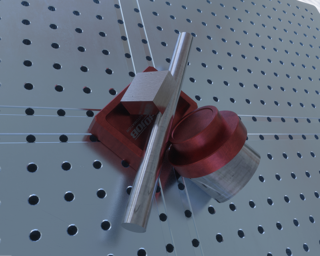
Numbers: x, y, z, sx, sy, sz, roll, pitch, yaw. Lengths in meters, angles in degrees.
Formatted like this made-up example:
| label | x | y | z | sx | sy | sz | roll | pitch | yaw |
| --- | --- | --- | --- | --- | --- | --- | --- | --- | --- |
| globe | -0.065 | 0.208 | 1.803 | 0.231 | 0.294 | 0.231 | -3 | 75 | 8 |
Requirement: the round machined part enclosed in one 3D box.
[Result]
| label | x | y | z | sx | sy | sz | roll | pitch | yaw |
| --- | --- | --- | --- | --- | --- | --- | --- | --- | --- |
| round machined part | 0.049 | 0.010 | 0.370 | 0.042 | 0.098 | 0.098 | 52 | 48 | -20 |

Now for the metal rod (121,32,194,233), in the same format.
| label | x | y | z | sx | sy | sz | roll | pitch | yaw |
| --- | --- | --- | --- | --- | --- | --- | --- | --- | --- |
| metal rod | 0.007 | -0.020 | 0.387 | 0.025 | 0.025 | 0.300 | 25 | 53 | -13 |

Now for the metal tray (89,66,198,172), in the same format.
| label | x | y | z | sx | sy | sz | roll | pitch | yaw |
| --- | --- | --- | --- | --- | --- | --- | --- | --- | --- |
| metal tray | -0.017 | -0.015 | 0.406 | 0.090 | 0.030 | 0.131 | 40 | 51 | -1 |

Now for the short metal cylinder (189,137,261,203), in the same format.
| label | x | y | z | sx | sy | sz | roll | pitch | yaw |
| --- | --- | --- | --- | --- | --- | --- | --- | --- | --- |
| short metal cylinder | 0.078 | 0.046 | 0.387 | 0.050 | 0.080 | 0.080 | 40 | 51 | -2 |

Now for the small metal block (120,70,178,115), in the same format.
| label | x | y | z | sx | sy | sz | roll | pitch | yaw |
| --- | --- | --- | --- | --- | --- | --- | --- | --- | --- |
| small metal block | -0.013 | -0.044 | 0.385 | 0.025 | 0.050 | 0.050 | 54 | 51 | -41 |
